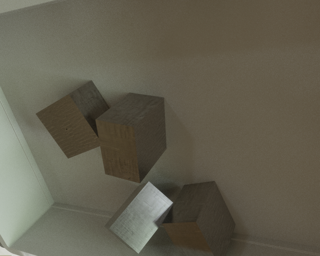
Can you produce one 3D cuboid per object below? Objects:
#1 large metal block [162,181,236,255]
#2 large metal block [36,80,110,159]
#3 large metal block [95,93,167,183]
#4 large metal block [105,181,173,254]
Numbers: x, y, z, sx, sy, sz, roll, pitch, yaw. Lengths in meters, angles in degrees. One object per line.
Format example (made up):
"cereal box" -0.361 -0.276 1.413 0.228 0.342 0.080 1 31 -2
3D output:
"large metal block" 0.057 0.132 0.425 0.050 0.080 0.080 -15 111 34
"large metal block" -0.116 -0.011 0.447 0.080 0.050 0.080 -21 107 36
"large metal block" -0.032 0.010 0.396 0.050 0.080 0.079 11 123 22
"large metal block" -0.032 0.128 0.451 0.050 0.080 0.080 42 158 -1
